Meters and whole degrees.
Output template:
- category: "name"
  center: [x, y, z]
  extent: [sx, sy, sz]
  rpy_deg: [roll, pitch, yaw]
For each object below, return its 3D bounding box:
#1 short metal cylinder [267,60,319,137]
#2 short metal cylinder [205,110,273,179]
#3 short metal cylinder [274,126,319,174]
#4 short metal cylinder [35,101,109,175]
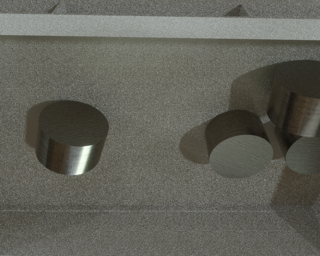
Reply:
- category: "short metal cylinder"
  center: [0.166, -0.035, 0.346]
  extent: [0.081, 0.080, 0.050]
  rpy_deg: [-2, 130, 1]
- category: "short metal cylinder"
  center: [0.103, 0.022, 0.413]
  extent: [0.081, 0.050, 0.079]
  rpy_deg: [0, 130, 0]
- category: "short metal cylinder"
  center: [0.200, 0.016, 0.409]
  extent: [0.081, 0.050, 0.079]
  rpy_deg: [0, 130, 0]
- category: "short metal cylinder"
  center: [-0.108, 0.011, 0.381]
  extent: [0.081, 0.080, 0.050]
  rpy_deg: [14, 129, -12]
